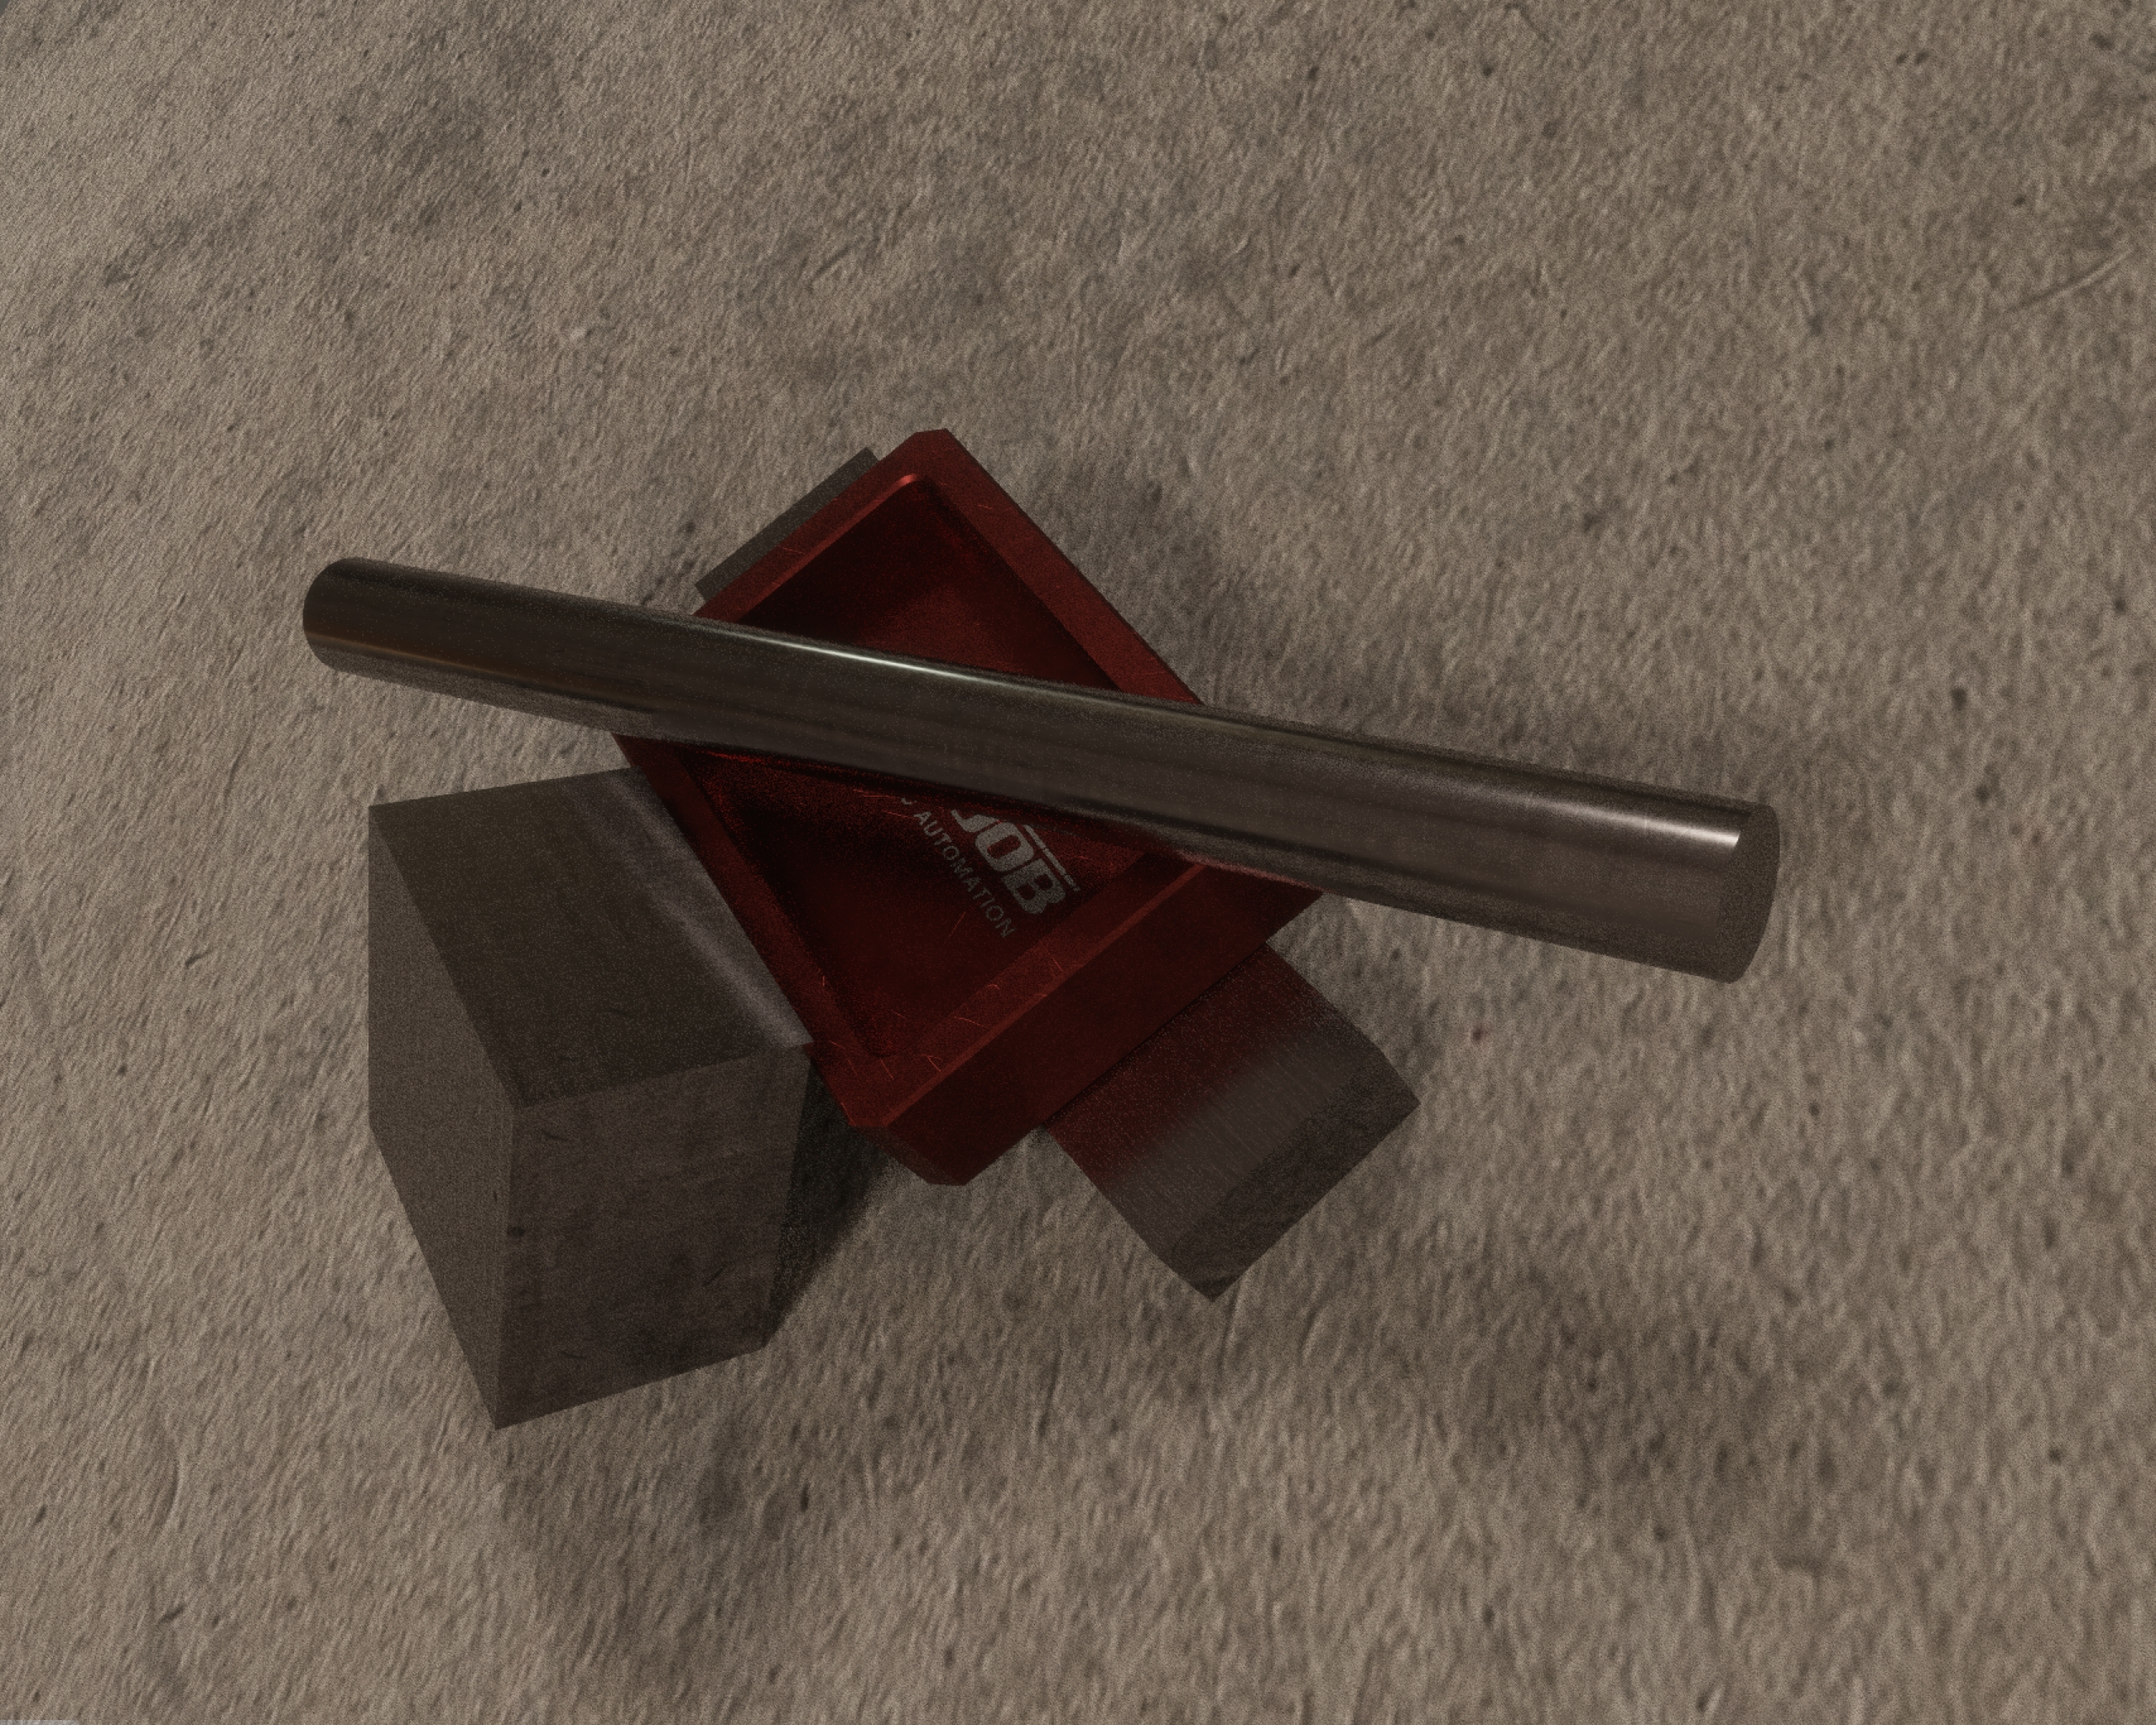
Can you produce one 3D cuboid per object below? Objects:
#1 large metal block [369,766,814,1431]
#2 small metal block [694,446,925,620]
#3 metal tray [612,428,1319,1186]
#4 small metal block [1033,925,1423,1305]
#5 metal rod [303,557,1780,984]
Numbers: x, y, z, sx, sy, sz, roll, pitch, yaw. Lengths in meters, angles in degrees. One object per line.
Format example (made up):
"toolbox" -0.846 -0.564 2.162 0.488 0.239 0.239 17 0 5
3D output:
"large metal block" -0.093 0.041 0.381 0.050 0.079 0.080 -11 43 -30
"small metal block" -0.050 -0.057 0.465 0.050 0.025 0.050 -39 51 2
"metal tray" -0.026 -0.015 0.391 0.090 0.030 0.130 -39 51 1
"small metal block" 0.023 0.040 0.368 0.050 0.025 0.050 -43 51 -2
"metal rod" -0.032 -0.024 0.365 0.300 0.025 0.025 13 68 33
